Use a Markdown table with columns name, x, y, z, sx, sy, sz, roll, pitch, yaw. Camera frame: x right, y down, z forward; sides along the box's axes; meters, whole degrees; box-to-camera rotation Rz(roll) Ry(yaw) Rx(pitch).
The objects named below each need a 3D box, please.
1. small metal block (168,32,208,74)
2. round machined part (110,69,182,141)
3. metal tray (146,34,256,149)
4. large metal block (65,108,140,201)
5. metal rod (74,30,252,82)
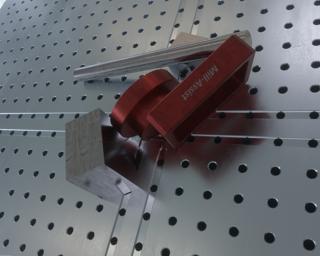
| name | x | y | z | sx | sy | sz | roll | pitch | yaw |
| --- | --- | --- | --- | --- | --- | --- | --- | --- | --- |
| small metal block | 0.040 | -0.110 | 0.455 | 0.050 | 0.025 | 0.050 | 27 | 76 | 37 |
| round machined part | -0.010 | -0.022 | 0.385 | 0.098 | 0.098 | 0.042 | -44 | 73 | -2 |
| metal tray | 0.049 | -0.036 | 0.359 | 0.130 | 0.090 | 0.030 | -43 | 74 | -2 |
| large metal block | -0.072 | 0.035 | 0.389 | 0.050 | 0.080 | 0.080 | -24 | 53 | 14 |
| metal rod | -0.018 | -0.098 | 0.452 | 0.300 | 0.025 | 0.025 | -3 | 60 | 35 |
